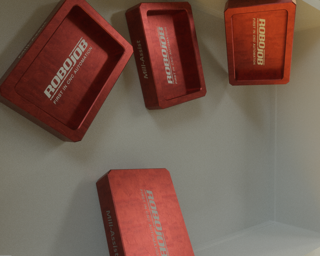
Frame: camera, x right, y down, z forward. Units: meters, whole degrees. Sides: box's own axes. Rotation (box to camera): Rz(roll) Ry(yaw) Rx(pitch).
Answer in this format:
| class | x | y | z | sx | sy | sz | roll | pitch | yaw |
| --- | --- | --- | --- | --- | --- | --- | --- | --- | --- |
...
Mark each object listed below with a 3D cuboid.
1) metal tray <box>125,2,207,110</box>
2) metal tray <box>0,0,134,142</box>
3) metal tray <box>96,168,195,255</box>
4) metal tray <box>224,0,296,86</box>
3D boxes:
| class | x | y | z | sx | sy | sz | roll | pitch | yaw |
| --- | --- | --- | --- | --- | --- | --- | --- | --- | --- |
| metal tray | 0.012 | -0.097 | 0.412 | 0.091 | 0.030 | 0.129 | -20 | 103 | -38 |
| metal tray | -0.094 | -0.061 | 0.324 | 0.090 | 0.030 | 0.130 | 40 | 66 | -33 |
| metal tray | -0.015 | 0.112 | 0.352 | 0.091 | 0.030 | 0.130 | 5 | 58 | -40 |
| metal tray | 0.145 | -0.124 | 0.455 | 0.030 | 0.090 | 0.129 | -73 | 156 | -43 |
